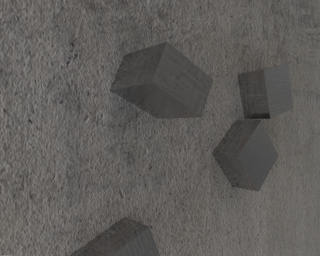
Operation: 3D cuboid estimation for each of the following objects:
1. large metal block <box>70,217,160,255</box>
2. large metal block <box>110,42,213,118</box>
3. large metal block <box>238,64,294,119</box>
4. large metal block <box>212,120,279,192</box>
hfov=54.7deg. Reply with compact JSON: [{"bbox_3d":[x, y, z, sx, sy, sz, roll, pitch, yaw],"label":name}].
[{"bbox_3d":[-0.045,0.162,0.351,0.081,0.050,0.080,-29,108,-36],"label":"large metal block"},{"bbox_3d":[0.002,-0.051,0.370,0.080,0.080,0.050,31,71,-36],"label":"large metal block"},{"bbox_3d":[0.187,-0.064,0.544,0.081,0.050,0.079,-19,102,-38],"label":"large metal block"},{"bbox_3d":[0.141,0.044,0.507,0.080,0.050,0.080,-49,119,-29],"label":"large metal block"}]
